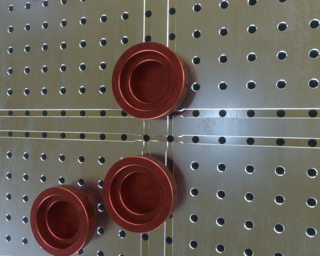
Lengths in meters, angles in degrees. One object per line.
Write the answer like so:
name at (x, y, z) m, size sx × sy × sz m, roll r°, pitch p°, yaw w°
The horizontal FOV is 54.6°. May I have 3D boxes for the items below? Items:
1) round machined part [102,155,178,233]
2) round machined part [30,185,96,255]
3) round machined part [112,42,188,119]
round machined part at (-0.023, 0.085, 0.412) m, size 0.098 × 0.042 × 0.097 m, roll 0°, pitch 90°, yaw 20°
round machined part at (-0.135, 0.131, 0.452) m, size 0.098 × 0.042 × 0.097 m, roll 0°, pitch 90°, yaw 20°
round machined part at (-0.010, -0.060, 0.408) m, size 0.098 × 0.042 × 0.097 m, roll 0°, pitch 90°, yaw 20°
